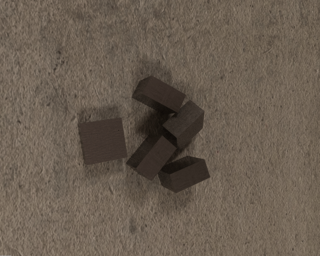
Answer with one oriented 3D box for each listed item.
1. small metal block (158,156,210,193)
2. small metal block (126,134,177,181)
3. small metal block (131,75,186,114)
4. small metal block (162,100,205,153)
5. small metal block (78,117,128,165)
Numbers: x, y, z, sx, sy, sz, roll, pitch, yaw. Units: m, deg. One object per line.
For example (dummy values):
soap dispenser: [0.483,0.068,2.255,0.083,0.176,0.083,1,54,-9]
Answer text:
small metal block: [0.029,0.059,0.408,0.050,0.050,0.025,-21,97,-19]
small metal block: [-0.012,0.036,0.392,0.025,0.050,0.050,42,77,-16]
small metal block: [-0.003,-0.041,0.396,0.050,0.050,0.025,27,81,-18]
small metal block: [0.031,-0.002,0.406,0.050,0.050,0.025,-43,69,-15]
small metal block: [-0.071,0.015,0.383,0.050,0.025,0.050,-10,94,-20]
